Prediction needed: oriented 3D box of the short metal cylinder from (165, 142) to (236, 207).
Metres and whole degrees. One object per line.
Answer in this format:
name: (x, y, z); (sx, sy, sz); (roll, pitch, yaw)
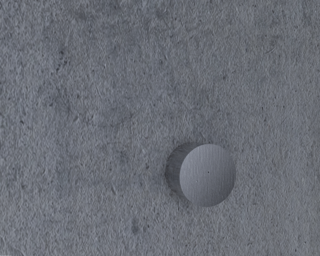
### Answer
short metal cylinder: (0.053, 0.060, 0.415); (0.081, 0.050, 0.080); (0, 90, -20)
